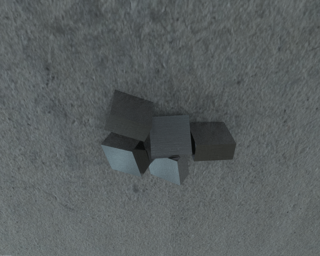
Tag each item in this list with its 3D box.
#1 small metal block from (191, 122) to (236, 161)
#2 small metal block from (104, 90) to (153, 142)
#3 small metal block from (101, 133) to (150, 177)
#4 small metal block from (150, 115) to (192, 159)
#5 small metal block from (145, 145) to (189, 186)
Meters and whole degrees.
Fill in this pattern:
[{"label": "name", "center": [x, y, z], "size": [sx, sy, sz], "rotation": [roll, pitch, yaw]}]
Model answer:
[{"label": "small metal block", "center": [0.064, 0.017, 0.401], "size": [0.050, 0.050, 0.025], "rotation": [-2, 123, -8]}, {"label": "small metal block", "center": [-0.037, -0.016, 0.377], "size": [0.050, 0.050, 0.025], "rotation": [18, 128, -14]}, {"label": "small metal block", "center": [-0.046, 0.036, 0.424], "size": [0.050, 0.025, 0.050], "rotation": [10, 136, 27]}, {"label": "small metal block", "center": [0.013, 0.012, 0.396], "size": [0.050, 0.050, 0.025], "rotation": [-3, 167, -2]}, {"label": "small metal block", "center": [0.011, 0.048, 0.433], "size": [0.050, 0.025, 0.050], "rotation": [17, 137, 28]}]
